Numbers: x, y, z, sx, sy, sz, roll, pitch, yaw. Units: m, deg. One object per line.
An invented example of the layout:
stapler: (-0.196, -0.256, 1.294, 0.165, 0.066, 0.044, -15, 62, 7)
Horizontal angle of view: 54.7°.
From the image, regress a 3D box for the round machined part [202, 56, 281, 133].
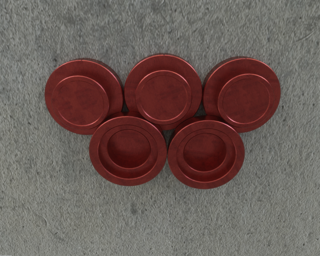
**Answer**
round machined part: (0.103, -0.039, 0.389, 0.099, 0.042, 0.097, 0, 110, -1)

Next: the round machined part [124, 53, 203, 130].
round machined part: (0.004, -0.042, 0.387, 0.099, 0.042, 0.097, 0, 110, -1)

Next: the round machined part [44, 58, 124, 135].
round machined part: (-0.095, -0.036, 0.387, 0.099, 0.042, 0.097, 0, 110, -1)

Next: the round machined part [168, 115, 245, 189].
round machined part: (0.059, 0.029, 0.413, 0.099, 0.042, 0.097, 0, 110, -1)

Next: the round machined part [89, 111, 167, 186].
round machined part: (-0.040, 0.024, 0.410, 0.099, 0.042, 0.097, 0, 110, -1)
